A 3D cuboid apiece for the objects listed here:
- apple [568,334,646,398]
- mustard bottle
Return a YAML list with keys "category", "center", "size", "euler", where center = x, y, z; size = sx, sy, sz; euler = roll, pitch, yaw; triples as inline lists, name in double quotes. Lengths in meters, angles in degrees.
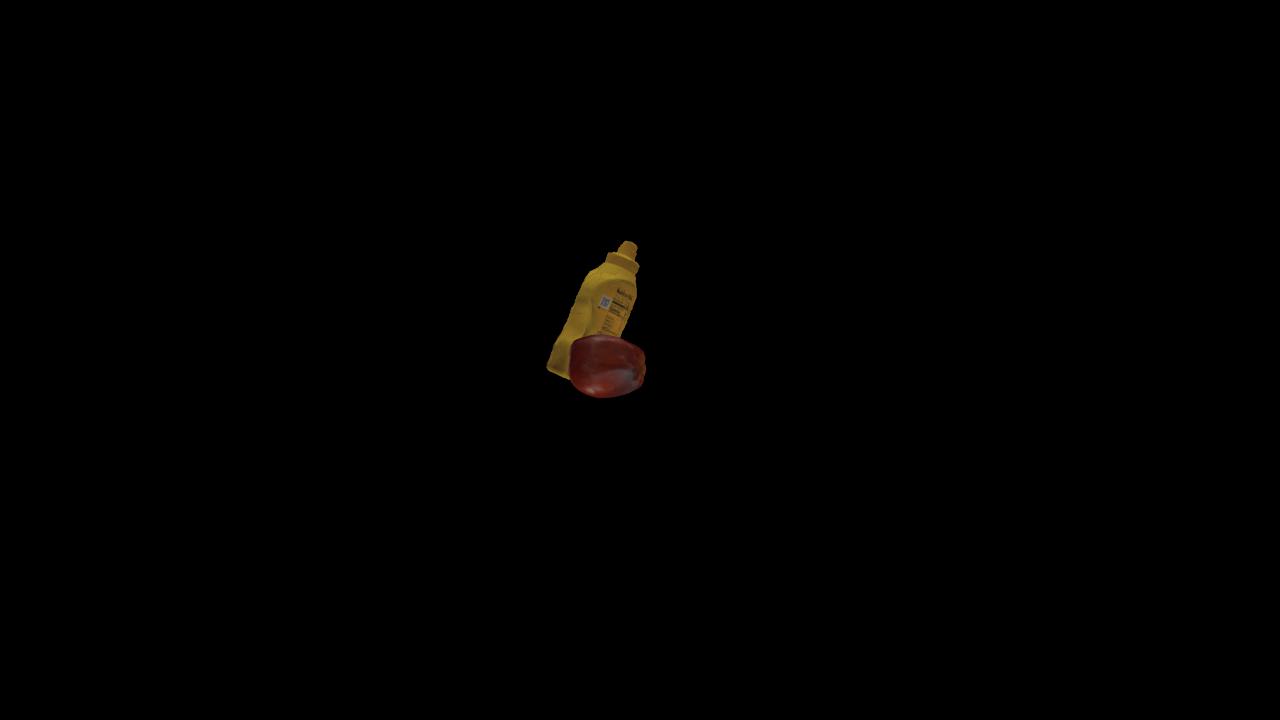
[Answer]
- category: "apple"
  center: [-0.040, 0.008, 0.713]
  size: [0.093, 0.079, 0.079]
  euler: [0, 0, 16]
- category: "mustard bottle"
  center: [-0.046, -0.060, 0.756]
  size: [0.054, 0.184, 0.092]
  euler: [23, 0, 38]
